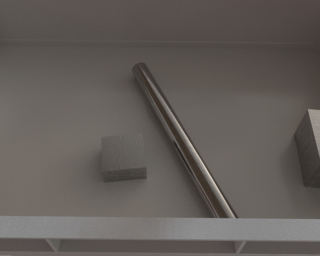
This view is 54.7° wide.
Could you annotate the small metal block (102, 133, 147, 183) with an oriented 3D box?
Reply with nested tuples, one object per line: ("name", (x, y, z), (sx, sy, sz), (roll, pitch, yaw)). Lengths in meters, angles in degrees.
("small metal block", (-0.044, 0.036, 0.375), (0.050, 0.025, 0.050), (-5, 50, -5))

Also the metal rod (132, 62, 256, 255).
("metal rod", (0.026, 0.015, 0.392), (0.025, 0.025, 0.300), (-17, 52, -15))

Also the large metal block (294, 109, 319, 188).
("large metal block", (0.215, 0.027, 0.369), (0.080, 0.050, 0.080), (6, 50, 4))

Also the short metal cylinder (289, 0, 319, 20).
("short metal cylinder", (0.304, -0.258, 0.612), (0.081, 0.050, 0.080), (0, 50, 0))
